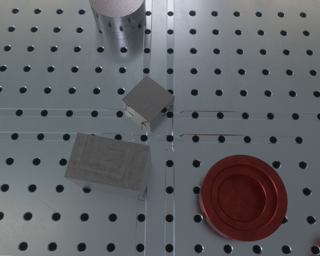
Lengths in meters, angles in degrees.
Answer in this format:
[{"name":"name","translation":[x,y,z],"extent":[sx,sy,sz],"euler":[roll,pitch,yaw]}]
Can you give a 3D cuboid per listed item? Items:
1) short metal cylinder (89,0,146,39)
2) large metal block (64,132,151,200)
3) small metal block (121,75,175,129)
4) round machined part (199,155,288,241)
[{"name":"short metal cylinder","translation":[-0.062,-0.182,0.464],"extent":[0.081,0.050,0.080],"euler":[0,70,0]},{"name":"large metal block","translation":[-0.055,0.048,0.364],"extent":[0.080,0.080,0.050],"euler":[10,71,4]},{"name":"small metal block","translation":[-0.016,-0.036,0.424],"extent":[0.050,0.025,0.050],"euler":[39,74,13]},{"name":"round machined part","translation":[0.096,0.084,0.372],"extent":[0.099,0.042,0.098],"euler":[0,70,0]}]
